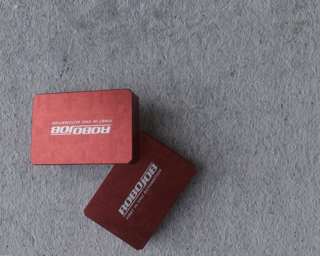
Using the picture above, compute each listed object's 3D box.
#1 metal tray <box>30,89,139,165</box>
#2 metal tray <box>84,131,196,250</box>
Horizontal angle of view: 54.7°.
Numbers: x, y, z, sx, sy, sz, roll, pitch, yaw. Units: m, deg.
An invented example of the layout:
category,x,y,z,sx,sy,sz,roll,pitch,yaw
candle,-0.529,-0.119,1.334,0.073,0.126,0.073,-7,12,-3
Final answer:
category,x,y,z,sx,sy,sz,roll,pitch,yaw
metal tray,-0.093,0.001,0.389,0.131,0.030,0.090,-2,82,10
metal tray,-0.025,0.080,0.407,0.090,0.030,0.130,34,90,0
